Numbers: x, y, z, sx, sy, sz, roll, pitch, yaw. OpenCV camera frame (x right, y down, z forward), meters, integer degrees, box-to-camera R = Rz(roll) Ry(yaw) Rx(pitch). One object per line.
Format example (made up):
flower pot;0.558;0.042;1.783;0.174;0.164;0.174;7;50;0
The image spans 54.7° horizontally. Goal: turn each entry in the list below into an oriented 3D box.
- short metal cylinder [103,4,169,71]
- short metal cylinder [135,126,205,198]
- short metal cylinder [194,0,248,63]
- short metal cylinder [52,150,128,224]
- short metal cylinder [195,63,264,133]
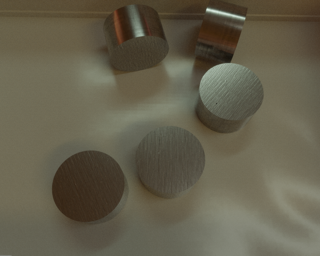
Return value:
short metal cylinder;-0.033;-0.121;0.424;0.081;0.080;0.050;-14;71;-5
short metal cylinder;0.012;0.043;0.381;0.081;0.050;0.080;0;70;0
short metal cylinder;0.084;-0.132;0.430;0.050;0.080;0.080;17;71;6
short metal cylinder;-0.080;0.072;0.369;0.081;0.050;0.080;0;70;0
short metal cylinder;0.090;-0.039;0.412;0.081;0.050;0.080;0;70;0
